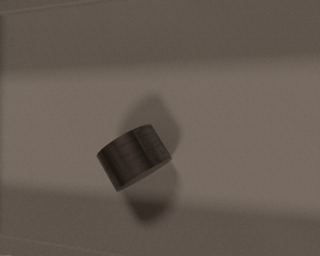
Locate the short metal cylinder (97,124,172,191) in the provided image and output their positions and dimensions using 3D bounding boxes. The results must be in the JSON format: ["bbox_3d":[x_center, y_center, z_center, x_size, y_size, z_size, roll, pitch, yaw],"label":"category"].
[{"bbox_3d":[-0.032,0.038,0.392,0.080,0.080,0.050,-35,79,16],"label":"short metal cylinder"}]
